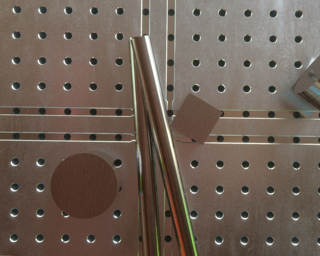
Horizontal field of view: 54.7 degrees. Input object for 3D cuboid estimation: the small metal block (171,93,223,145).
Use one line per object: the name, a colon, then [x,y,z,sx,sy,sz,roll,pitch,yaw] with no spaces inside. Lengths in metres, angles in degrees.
small metal block: [0.047,-0.012,0.414,0.050,0.025,0.050,31,90,0]

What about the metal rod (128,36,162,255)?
metal rod: [-0.020,0.030,0.413,0.025,0.025,0.298,-4,90,0]

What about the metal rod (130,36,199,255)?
metal rod: [0.008,0.034,0.399,0.025,0.025,0.298,-13,96,0]

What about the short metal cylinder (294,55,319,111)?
short metal cylinder: [0.218,-0.060,0.387,0.050,0.080,0.080,37,90,0]

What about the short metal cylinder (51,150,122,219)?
short metal cylinder: [-0.092,0.070,0.400,0.081,0.050,0.080,0,90,-1]
